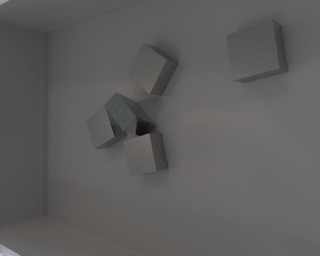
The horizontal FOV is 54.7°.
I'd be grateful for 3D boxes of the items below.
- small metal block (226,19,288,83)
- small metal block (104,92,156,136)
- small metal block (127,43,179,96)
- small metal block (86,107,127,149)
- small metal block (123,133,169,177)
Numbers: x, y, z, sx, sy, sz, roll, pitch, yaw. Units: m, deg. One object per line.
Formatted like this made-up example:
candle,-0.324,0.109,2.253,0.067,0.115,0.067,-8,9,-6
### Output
small metal block,0.101,-0.078,0.324,0.050,0.025,0.050,-10,83,39
small metal block,-0.040,-0.017,0.421,0.025,0.050,0.050,-47,61,12
small metal block,-0.010,-0.078,0.415,0.050,0.025,0.050,42,116,31
small metal block,-0.083,0.000,0.475,0.050,0.025,0.050,-31,71,36
small metal block,-0.020,0.037,0.423,0.050,0.025,0.050,-18,79,38
